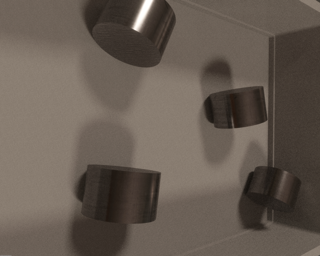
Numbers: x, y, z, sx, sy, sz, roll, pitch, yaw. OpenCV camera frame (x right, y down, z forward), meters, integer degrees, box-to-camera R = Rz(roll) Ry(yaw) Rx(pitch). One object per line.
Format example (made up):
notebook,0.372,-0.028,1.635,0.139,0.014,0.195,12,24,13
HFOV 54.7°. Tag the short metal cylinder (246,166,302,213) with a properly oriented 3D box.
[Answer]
short metal cylinder,0.198,0.107,0.541,0.080,0.080,0.050,39,66,-34

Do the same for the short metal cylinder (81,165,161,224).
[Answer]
short metal cylinder,-0.041,0.069,0.338,0.081,0.080,0.050,11,83,-40

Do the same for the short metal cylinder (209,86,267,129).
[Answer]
short metal cylinder,0.120,-0.032,0.474,0.081,0.080,0.050,-18,102,-39

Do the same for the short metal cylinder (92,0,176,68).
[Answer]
short metal cylinder,-0.028,-0.112,0.348,0.080,0.080,0.050,32,70,-36
